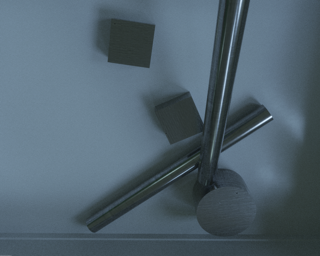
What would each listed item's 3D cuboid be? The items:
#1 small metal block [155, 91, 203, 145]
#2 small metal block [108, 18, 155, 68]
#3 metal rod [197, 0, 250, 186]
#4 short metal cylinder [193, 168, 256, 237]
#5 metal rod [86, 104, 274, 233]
[{"bbox_3d":[0.026,-0.013,0.407,0.050,0.025,0.050,-23,109,8],"label":"small metal block"},{"bbox_3d":[-0.034,-0.102,0.373,0.050,0.025,0.050,8,110,-4],"label":"small metal block"},{"bbox_3d":[0.062,-0.041,0.318,0.025,0.025,0.298,-1,133,0],"label":"metal rod"},{"bbox_3d":[0.089,0.104,0.438,0.081,0.050,0.079,0,110,-1],"label":"short metal cylinder"},{"bbox_3d":[0.020,0.062,0.434,0.300,0.025,0.025,-34,107,11],"label":"metal rod"}]
